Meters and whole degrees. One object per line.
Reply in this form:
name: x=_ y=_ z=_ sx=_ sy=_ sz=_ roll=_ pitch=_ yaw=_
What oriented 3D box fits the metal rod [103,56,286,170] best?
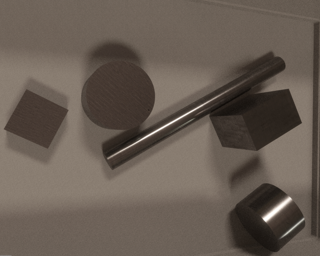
metal rod: x=0.060 y=-0.029 z=0.433 sx=0.302 sy=0.025 sz=0.025 roll=-29 pitch=100 yaw=-18

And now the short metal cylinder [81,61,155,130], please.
short metal cylinder: x=-0.052 y=-0.038 z=0.379 sx=0.081 sy=0.050 sz=0.079 roll=0 pitch=90 yaw=-20

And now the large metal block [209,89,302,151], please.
large metal block: x=0.130 y=-0.012 z=0.431 sx=0.081 sy=0.080 sz=0.050 roll=-28 pitch=100 yaw=-18

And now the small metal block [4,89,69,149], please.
small metal block: x=-0.142 y=-0.010 z=0.358 sx=0.050 sy=0.025 sz=0.050 roll=28 pitch=81 yaw=-18

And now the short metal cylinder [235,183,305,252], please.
short metal cylinder: x=0.155 y=0.126 z=0.441 sx=0.050 sy=0.080 sz=0.080 roll=-32 pitch=101 yaw=-17
